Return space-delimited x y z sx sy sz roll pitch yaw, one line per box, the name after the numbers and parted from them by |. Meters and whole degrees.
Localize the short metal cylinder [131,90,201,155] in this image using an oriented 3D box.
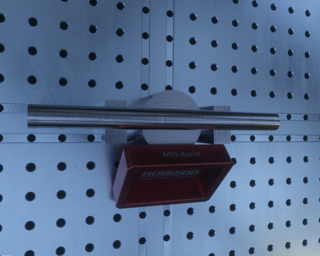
0.007 -0.007 0.401 0.081 0.050 0.080 0 90 -20 | short metal cylinder

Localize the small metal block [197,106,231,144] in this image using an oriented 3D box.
0.072 -0.004 0.426 0.025 0.050 0.050 -1 91 -20 | small metal block

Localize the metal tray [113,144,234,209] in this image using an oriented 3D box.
0.014 0.060 0.386 0.131 0.089 0.030 0 47 -20 | metal tray

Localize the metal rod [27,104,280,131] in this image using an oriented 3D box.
0.010 -0.010 0.363 0.302 0.025 0.025 1 90 -20 | metal rod

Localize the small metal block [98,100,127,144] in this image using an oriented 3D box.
-0.059 -0.007 0.378 0.025 0.050 0.050 -1 91 -20 | small metal block
